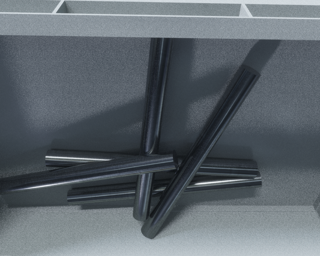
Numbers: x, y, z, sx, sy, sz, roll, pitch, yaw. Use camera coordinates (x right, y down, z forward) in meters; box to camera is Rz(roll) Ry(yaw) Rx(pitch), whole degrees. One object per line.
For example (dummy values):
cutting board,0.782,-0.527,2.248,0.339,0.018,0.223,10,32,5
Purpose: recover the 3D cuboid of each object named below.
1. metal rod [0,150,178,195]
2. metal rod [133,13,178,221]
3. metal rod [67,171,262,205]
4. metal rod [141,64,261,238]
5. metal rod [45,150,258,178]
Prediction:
metal rod,-0.123,0.066,0.428,0.301,0.025,0.025,-11,130,15
metal rod,-0.012,0.011,0.393,0.025,0.025,0.298,5,124,-5
metal rod,0.004,0.095,0.488,0.302,0.025,0.025,-6,130,5
metal rod,0.043,0.050,0.424,0.025,0.025,0.298,19,120,-16
metal rod,-0.009,0.052,0.452,0.302,0.025,0.025,3,130,-4
